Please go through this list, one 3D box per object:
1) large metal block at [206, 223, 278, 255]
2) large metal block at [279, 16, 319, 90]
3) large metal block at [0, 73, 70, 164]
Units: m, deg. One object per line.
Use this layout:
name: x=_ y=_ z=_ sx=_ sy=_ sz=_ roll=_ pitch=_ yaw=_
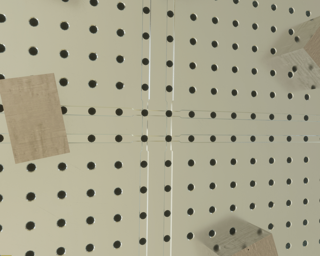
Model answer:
large metal block: x=0.123 y=0.196 z=0.445 sx=0.081 sy=0.050 sz=0.080 roll=-19 pitch=97 yaw=-19
large metal block: x=0.252 y=-0.120 z=0.492 sx=0.080 sy=0.050 sz=0.080 roll=43 pitch=77 yaw=-15
large metal block: x=-0.133 y=-0.010 z=0.334 sx=0.050 sy=0.080 sz=0.080 roll=-12 pitch=94 yaw=-20
